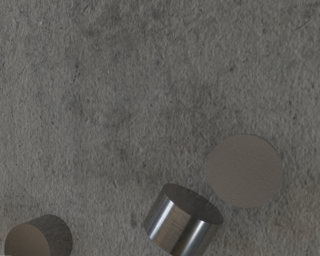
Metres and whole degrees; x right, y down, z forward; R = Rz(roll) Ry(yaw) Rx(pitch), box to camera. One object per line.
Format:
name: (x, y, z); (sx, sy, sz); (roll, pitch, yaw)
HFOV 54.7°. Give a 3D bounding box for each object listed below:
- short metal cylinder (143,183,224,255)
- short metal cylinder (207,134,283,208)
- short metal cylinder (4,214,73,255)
short metal cylinder: (0.028, 0.110, 0.369); (0.080, 0.080, 0.050); (31, 100, 17)
short metal cylinder: (0.099, 0.047, 0.360); (0.080, 0.050, 0.079); (0, 90, 19)
short metal cylinder: (-0.178, 0.174, 0.457); (0.080, 0.050, 0.079); (0, 90, 19)
